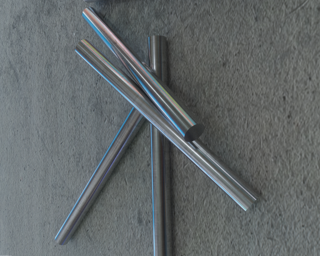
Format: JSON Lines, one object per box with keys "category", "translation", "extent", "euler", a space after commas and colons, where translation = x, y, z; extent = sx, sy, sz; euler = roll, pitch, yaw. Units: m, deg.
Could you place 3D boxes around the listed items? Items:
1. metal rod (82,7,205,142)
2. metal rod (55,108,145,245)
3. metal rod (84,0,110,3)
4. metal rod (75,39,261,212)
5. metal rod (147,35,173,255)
{"category": "metal rod", "translation": [-0.039, -0.089, 0.409], "extent": [0.300, 0.025, 0.025], "euler": [52, 121, 37]}
{"category": "metal rod", "translation": [-0.098, 0.084, 0.486], "extent": [0.025, 0.025, 0.298], "euler": [48, 118, 29]}
{"category": "metal rod", "translation": [-0.003, -0.190, 0.407], "extent": [0.300, 0.025, 0.025], "euler": [12, 98, 39]}
{"category": "metal rod", "translation": [-0.005, -0.017, 0.378], "extent": [0.300, 0.025, 0.025], "euler": [43, 117, 21]}
{"category": "metal rod", "translation": [0.000, 0.031, 0.404], "extent": [0.025, 0.025, 0.298], "euler": [-3, 88, 40]}
